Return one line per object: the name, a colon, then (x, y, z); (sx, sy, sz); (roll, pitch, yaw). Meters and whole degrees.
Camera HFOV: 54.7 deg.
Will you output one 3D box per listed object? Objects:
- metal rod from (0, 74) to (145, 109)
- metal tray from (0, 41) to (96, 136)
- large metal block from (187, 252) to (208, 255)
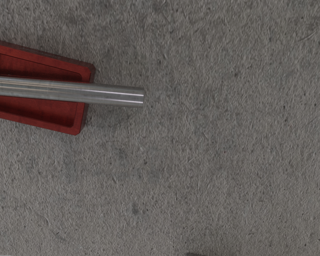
metal rod: (-0.169, -0.048, 0.357); (0.302, 0.025, 0.025); (5, 110, -2)
metal tray: (-0.155, -0.050, 0.387); (0.131, 0.030, 0.089); (14, 110, -6)
large metal block: (0.078, 0.245, 0.471); (0.081, 0.080, 0.050); (12, 110, -5)
